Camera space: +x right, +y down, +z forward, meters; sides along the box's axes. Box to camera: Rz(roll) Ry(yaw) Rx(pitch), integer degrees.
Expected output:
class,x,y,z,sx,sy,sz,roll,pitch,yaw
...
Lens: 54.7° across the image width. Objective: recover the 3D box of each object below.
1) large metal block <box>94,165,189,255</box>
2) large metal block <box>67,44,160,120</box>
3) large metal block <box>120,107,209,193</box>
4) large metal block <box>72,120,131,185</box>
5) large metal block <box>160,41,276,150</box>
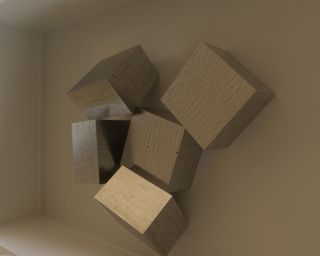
class,x,y,z,sx,sy,sz,roll,pitch,yaw
large metal block,-0.020,0.102,0.376,0.080,0.080,0.050,25,63,35
large metal block,-0.060,-0.058,0.409,0.080,0.080,0.050,-10,126,40
large metal block,0.004,0.024,0.385,0.080,0.050,0.079,24,105,37
large metal block,-0.070,0.031,0.425,0.050,0.081,0.080,-7,86,39
large metal block,0.060,-0.033,0.337,0.080,0.050,0.080,51,120,27
